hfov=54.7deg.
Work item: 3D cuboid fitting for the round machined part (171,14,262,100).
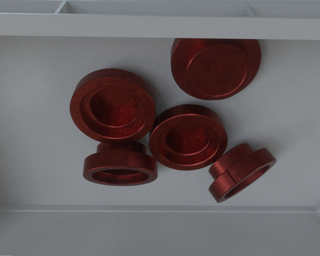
[{"bbox_3d":[0.061,-0.069,0.339,0.099,0.042,0.097,0,130,0],"label":"round machined part"}]

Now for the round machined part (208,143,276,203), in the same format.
[{"bbox_3d":[0.107,0.057,0.427,0.099,0.042,0.098,-29,155,-14],"label":"round machined part"}]

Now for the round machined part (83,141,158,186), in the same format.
[{"bbox_3d":[-0.052,0.047,0.421,0.099,0.042,0.098,-1,156,0],"label":"round machined part"}]

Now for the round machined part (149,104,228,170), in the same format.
[{"bbox_3d":[0.035,0.008,0.405,0.099,0.042,0.097,0,130,0],"label":"round machined part"}]

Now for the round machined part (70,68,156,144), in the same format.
[{"bbox_3d":[-0.054,-0.029,0.372,0.099,0.042,0.097,0,130,0],"label":"round machined part"}]
